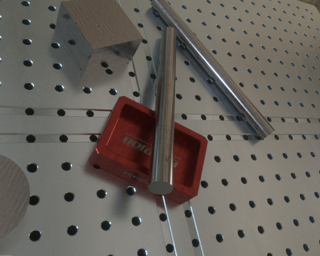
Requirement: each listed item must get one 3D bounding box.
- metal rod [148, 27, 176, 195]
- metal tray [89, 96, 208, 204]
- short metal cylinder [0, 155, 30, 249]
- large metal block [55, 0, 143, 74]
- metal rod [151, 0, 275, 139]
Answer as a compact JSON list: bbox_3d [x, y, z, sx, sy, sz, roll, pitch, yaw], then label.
[{"bbox_3d":[0.008,-0.049,0.411,0.025,0.025,0.300,20,44,-17],"label":"metal rod"},{"bbox_3d":[-0.009,0.027,0.385,0.131,0.030,0.090,27,52,-12],"label":"metal tray"},{"bbox_3d":[-0.158,0.066,0.267,0.081,0.050,0.080,14,56,-21],"label":"short metal cylinder"},{"bbox_3d":[-0.084,-0.130,0.427,0.081,0.050,0.080,-26,76,-37],"label":"large metal block"},{"bbox_3d":[0.084,-0.106,0.520,0.025,0.025,0.299,-31,79,-38],"label":"metal rod"}]
